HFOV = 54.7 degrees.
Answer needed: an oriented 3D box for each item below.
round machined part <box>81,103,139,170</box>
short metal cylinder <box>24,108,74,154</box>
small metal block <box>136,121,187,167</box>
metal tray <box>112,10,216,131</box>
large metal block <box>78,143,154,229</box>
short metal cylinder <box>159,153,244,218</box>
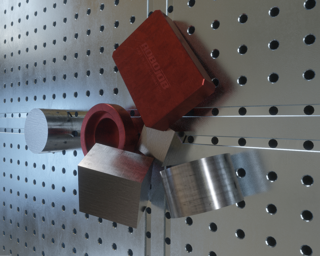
[{"bbox_3d":[-0.070,0.013,0.457,0.098,0.042,0.097,0,90,40],"label":"round machined part"},{"bbox_3d":[-0.201,0.005,0.560,0.080,0.050,0.080,0,90,40],"label":"short metal cylinder"},{"bbox_3d":[0.001,0.016,0.409,0.050,0.025,0.050,32,110,35],"label":"small metal block"},{"bbox_3d":[-0.001,-0.073,0.389,0.090,0.030,0.130,-39,61,22],"label":"metal tray"},{"bbox_3d":[-0.057,0.075,0.404,0.080,0.050,0.079,14,123,9],"label":"large metal block"},{"bbox_3d":[0.044,0.063,0.337,0.080,0.081,0.050,-24,75,37],"label":"short metal cylinder"}]
